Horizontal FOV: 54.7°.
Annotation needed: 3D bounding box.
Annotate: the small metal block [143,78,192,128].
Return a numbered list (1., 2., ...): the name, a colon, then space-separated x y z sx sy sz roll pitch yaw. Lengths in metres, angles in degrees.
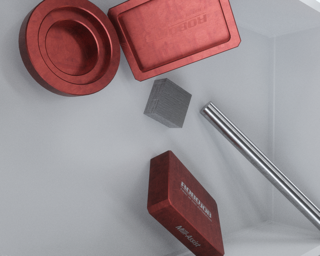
1. small metal block: 0.011 -0.032 0.418 0.050 0.025 0.050 28 72 -37

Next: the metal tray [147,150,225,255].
1. metal tray: 0.035 0.102 0.404 0.130 0.030 0.090 49 24 -29

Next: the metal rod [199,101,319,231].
1. metal rod: 0.176 0.071 0.486 0.300 0.025 0.025 44 61 -6

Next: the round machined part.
1. round machined part: -0.094 -0.081 0.318 0.099 0.042 0.097 0 90 -40

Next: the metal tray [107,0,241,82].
1. metal tray: 0.017 -0.118 0.358 0.030 0.130 0.090 -70 140 -65
